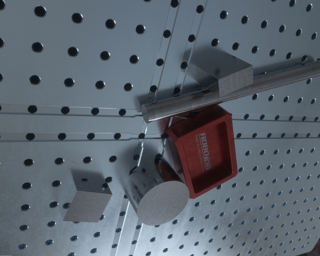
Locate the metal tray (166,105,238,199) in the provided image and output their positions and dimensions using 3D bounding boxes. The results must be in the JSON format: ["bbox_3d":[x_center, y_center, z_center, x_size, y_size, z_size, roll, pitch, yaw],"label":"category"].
[{"bbox_3d":[0.067,0.039,0.468,0.091,0.030,0.129,-26,128,-13],"label":"metal tray"}]

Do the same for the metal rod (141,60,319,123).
[{"bbox_3d":[0.118,-0.057,0.440,0.302,0.025,0.025,-16,125,-20],"label":"metal rod"}]

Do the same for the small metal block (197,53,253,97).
[{"bbox_3d":[0.083,-0.069,0.397,0.050,0.050,0.025,-23,127,-14],"label":"small metal block"}]

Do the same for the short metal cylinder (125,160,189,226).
[{"bbox_3d":[-0.005,0.094,0.450,0.081,0.050,0.079,-14,124,-21],"label":"short metal cylinder"}]

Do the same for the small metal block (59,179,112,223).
[{"bbox_3d":[-0.100,0.099,0.418,0.050,0.025,0.050,16,110,-35],"label":"small metal block"}]
